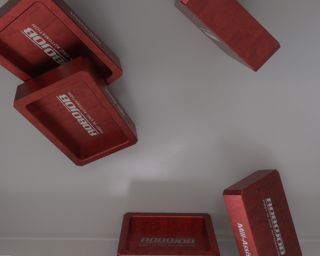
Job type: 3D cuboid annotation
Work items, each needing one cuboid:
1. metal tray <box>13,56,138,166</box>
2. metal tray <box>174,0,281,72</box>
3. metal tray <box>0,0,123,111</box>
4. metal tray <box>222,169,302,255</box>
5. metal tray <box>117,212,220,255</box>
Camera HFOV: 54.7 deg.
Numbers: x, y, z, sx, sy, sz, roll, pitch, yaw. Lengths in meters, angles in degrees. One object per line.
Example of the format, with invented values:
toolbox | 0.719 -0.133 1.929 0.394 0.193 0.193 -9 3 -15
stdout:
metal tray | -0.094 -0.013 0.373 0.090 0.030 0.130 -23 135 8
metal tray | 0.060 -0.108 0.316 0.090 0.130 0.030 39 106 -13
metal tray | -0.116 -0.083 0.345 0.090 0.030 0.130 -34 135 13
metal tray | 0.137 0.129 0.408 0.091 0.030 0.129 -17 91 -40
metal tray | 0.011 0.158 0.434 0.131 0.090 0.030 1 110 -1
